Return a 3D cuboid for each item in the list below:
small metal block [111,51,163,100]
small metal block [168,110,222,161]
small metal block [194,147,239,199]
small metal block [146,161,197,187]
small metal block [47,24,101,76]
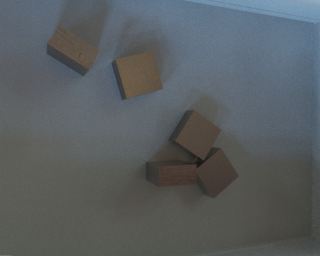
[{"bbox_3d":[-0.029,-0.067,0.400,0.050,0.025,0.050,-17,96,-20],"label":"small metal block"},{"bbox_3d":[0.049,0.010,0.430,0.050,0.025,0.050,35,79,-17],"label":"small metal block"},{"bbox_3d":[0.075,0.063,0.440,0.050,0.025,0.050,-37,102,-16],"label":"small metal block"},{"bbox_3d":[0.014,0.058,0.404,0.050,0.050,0.025,0,91,-20],"label":"small metal block"},{"bbox_3d":[-0.102,-0.088,0.360,0.050,0.050,0.025,32,80,-18],"label":"small metal block"}]
